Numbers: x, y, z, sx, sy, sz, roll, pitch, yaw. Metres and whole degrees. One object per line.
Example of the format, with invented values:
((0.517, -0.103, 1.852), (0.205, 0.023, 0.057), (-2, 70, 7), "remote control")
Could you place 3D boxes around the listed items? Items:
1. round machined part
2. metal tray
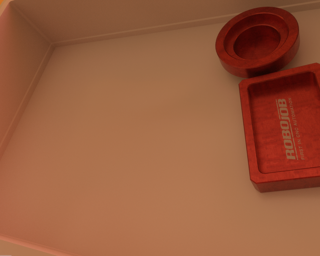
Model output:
((0.124, -0.102, 0.392), (0.098, 0.042, 0.098), (-13, 56, 20), "round machined part")
((0.138, -0.002, 0.330), (0.090, 0.030, 0.130), (-11, 57, 21), "metal tray")
